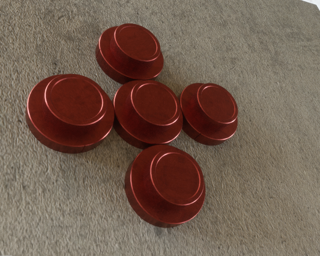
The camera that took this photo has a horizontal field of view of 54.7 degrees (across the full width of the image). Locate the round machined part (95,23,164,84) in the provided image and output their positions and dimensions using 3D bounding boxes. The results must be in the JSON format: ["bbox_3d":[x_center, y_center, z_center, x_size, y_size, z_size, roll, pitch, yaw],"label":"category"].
[{"bbox_3d":[-0.039,-0.110,0.442,0.099,0.042,0.098,14,56,-21],"label":"round machined part"}]

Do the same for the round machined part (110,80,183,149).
[{"bbox_3d":[-0.013,-0.023,0.403,0.099,0.042,0.098,14,56,-21],"label":"round machined part"}]

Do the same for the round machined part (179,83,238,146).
[{"bbox_3d":[0.074,-0.026,0.452,0.099,0.042,0.098,14,56,-21],"label":"round machined part"}]

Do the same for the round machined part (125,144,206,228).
[{"bbox_3d":[0.012,0.063,0.363,0.099,0.042,0.098,14,56,-21],"label":"round machined part"}]

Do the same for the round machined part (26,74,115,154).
[{"bbox_3d":[-0.099,-0.023,0.356,0.099,0.042,0.098,14,56,-21],"label":"round machined part"}]
